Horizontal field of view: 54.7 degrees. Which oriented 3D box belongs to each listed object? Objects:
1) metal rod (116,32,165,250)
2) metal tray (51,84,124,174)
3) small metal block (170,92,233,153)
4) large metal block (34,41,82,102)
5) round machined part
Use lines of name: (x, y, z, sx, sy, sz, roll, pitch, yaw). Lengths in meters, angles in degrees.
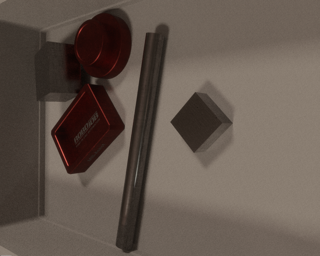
metal rod: (-0.029, 0.023, 0.428, 0.025, 0.025, 0.298, 15, 99, 39)
metal tray: (-0.121, 0.003, 0.500, 0.129, 0.030, 0.090, -45, 64, 30)
small metal block: (0.048, -0.006, 0.366, 0.050, 0.025, 0.050, -51, 61, 27)
large metal block: (-0.171, -0.090, 0.516, 0.080, 0.050, 0.080, -10, 84, 54)
round machined part: (-0.093, -0.125, 0.470, 0.098, 0.042, 0.097, 0, 90, 39)
